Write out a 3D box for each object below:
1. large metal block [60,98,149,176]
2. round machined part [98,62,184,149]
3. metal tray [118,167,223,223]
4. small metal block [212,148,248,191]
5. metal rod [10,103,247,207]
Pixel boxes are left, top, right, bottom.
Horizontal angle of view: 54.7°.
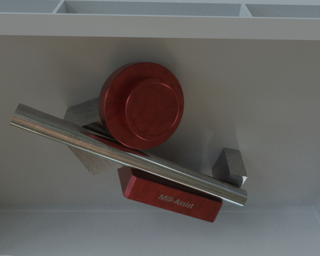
[{"bbox_3d":[-0.067,0.008,0.396,0.080,0.050,0.080,-18,128,14],"label":"large metal block"},{"bbox_3d":[-0.014,-0.023,0.342,0.099,0.042,0.097,-7,104,-28],"label":"round machined part"},{"bbox_3d":[0.011,0.080,0.428,0.131,0.090,0.030,20,100,-18],"label":"metal tray"},{"bbox_3d":[0.099,0.066,0.448,0.025,0.050,0.050,11,129,-10],"label":"small metal block"},{"bbox_3d":[-0.020,0.040,0.374,0.302,0.025,0.025,23,126,-19],"label":"metal rod"}]
